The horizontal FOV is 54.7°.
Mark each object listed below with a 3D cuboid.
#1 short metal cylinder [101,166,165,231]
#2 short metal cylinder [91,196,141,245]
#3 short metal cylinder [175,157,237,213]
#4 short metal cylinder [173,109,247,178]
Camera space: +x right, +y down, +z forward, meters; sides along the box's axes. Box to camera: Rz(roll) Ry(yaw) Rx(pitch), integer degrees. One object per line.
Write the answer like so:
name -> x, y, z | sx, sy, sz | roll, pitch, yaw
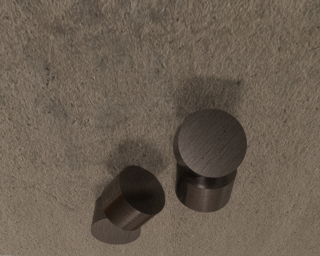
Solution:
short metal cylinder -> -0.039, 0.103, 0.459 | 0.080, 0.080, 0.050 | 29, 124, -23
short metal cylinder -> -0.072, 0.152, 0.519 | 0.081, 0.050, 0.079 | 0, 130, 0
short metal cylinder -> 0.062, 0.069, 0.431 | 0.081, 0.080, 0.050 | 1, 130, -1
short metal cylinder -> 0.059, 0.020, 0.381 | 0.081, 0.080, 0.050 | 4, 171, -4
